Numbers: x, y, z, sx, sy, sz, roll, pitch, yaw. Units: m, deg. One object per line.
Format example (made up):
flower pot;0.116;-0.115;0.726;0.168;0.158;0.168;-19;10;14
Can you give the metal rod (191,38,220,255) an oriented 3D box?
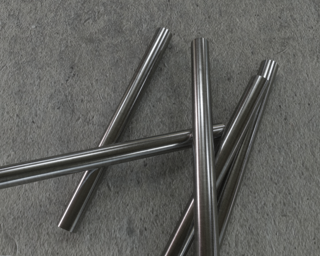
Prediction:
metal rod;0.051;0.015;0.368;0.025;0.025;0.299;2;63;0

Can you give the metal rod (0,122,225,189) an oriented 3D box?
metal rod;-0.062;0.033;0.370;0.302;0.025;0.025;-11;70;-14

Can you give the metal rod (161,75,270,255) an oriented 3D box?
metal rod;0.059;0.066;0.370;0.025;0.025;0.300;27;77;9

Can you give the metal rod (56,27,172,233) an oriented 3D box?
metal rod;-0.052;-0.011;0.411;0.025;0.025;0.300;22;71;7

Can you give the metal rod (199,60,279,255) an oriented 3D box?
metal rod;0.099;0.040;0.393;0.025;0.025;0.300;21;71;7
